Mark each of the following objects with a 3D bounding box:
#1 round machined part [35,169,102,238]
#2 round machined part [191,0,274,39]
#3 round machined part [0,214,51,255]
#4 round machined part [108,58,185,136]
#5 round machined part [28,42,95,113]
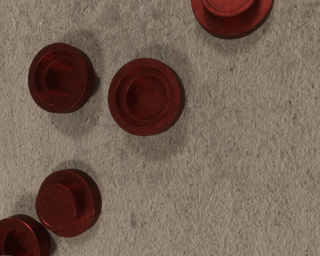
[{"bbox_3d":[-0.138,0.110,0.447,0.098,0.042,0.097,0,90,19],"label":"round machined part"},{"bbox_3d":[0.085,-0.160,0.370,0.098,0.042,0.097,0,90,19],"label":"round machined part"},{"bbox_3d":[-0.208,0.180,0.471,0.098,0.042,0.097,0,90,19],"label":"round machined part"},{"bbox_3d":[-0.015,-0.039,0.404,0.098,0.042,0.097,0,90,19],"label":"round machined part"},{"bbox_3d":[-0.136,-0.069,0.446,0.098,0.042,0.097,0,90,19],"label":"round machined part"}]
